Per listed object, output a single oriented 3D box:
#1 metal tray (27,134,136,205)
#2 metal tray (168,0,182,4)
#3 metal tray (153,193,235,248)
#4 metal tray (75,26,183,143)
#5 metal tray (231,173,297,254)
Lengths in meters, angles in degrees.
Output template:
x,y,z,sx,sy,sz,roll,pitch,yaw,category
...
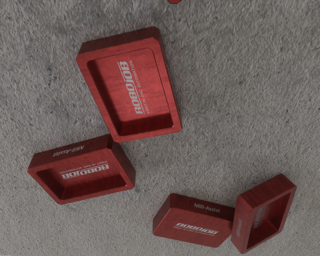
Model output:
x,y,z,sx,sy,sz,roll,pitch,yaw,category
-0.112,0.064,0.457,0.130,0.030,0.090,-15,129,12,metal tray
0.032,-0.180,0.251,0.130,0.030,0.090,-33,123,25,metal tray
0.062,0.166,0.546,0.131,0.030,0.089,16,128,-14,metal tray
-0.030,-0.044,0.365,0.090,0.030,0.129,-11,130,9,metal tray
0.164,0.141,0.500,0.091,0.030,0.129,-21,133,-18,metal tray
